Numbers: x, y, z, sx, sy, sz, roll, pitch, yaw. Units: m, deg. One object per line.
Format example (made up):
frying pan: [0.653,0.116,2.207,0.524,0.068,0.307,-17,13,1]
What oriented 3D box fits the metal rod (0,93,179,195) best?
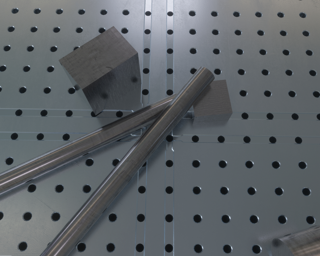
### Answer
metal rod: [-0.109,0.027,0.400,0.302,0.025,0.025,-25,72,-9]

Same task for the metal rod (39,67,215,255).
metal rod: [-0.033,0.041,0.381,0.025,0.025,0.300,38,79,12]

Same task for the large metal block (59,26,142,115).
large metal block: [-0.074,-0.072,0.408,0.080,0.080,0.050,-37,74,-12]

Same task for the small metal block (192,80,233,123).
small metal block: [0.068,-0.036,0.426,0.050,0.025,0.050,-6,70,-2]

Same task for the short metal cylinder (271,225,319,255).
short metal cylinder: [0.162,0.150,0.329,0.050,0.080,0.080,-15,71,-5]
